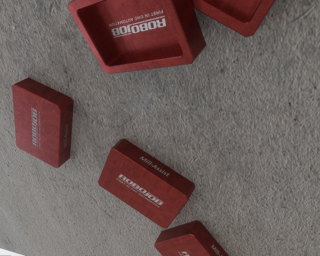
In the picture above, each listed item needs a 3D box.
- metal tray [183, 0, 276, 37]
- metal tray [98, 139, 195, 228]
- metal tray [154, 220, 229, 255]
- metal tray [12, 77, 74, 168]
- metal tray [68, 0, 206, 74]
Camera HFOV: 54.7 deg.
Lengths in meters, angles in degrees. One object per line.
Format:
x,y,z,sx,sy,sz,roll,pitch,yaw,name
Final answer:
0.052,-0.155,0.280,0.130,0.030,0.089,32,129,7,metal tray
-0.024,0.086,0.469,0.130,0.030,0.089,32,129,7,metal tray
0.064,0.217,0.504,0.090,0.030,0.130,-32,101,38,metal tray
-0.189,-0.006,0.500,0.090,0.030,0.129,25,127,12,metal tray
-0.026,-0.107,0.325,0.130,0.030,0.090,2,131,39,metal tray
